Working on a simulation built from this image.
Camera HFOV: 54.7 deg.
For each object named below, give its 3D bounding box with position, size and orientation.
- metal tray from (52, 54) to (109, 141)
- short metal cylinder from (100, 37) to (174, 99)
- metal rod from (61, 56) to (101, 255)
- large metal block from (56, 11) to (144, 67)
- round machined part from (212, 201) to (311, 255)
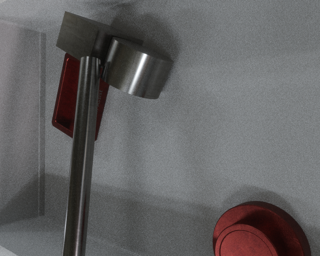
[{"bbox_3d":[-0.130,-0.051,0.507,0.090,0.030,0.129,25,105,37],"label":"metal tray"},{"bbox_3d":[-0.030,-0.076,0.393,0.080,0.081,0.050,35,112,34],"label":"short metal cylinder"},{"bbox_3d":[-0.091,0.063,0.353,0.025,0.025,0.299,-7,75,39],"label":"metal rod"},{"bbox_3d":[-0.085,-0.120,0.439,0.080,0.081,0.050,34,111,34],"label":"large metal block"},{"bbox_3d":[0.096,0.127,0.316,0.098,0.042,0.097,0,90,39],"label":"round machined part"}]
